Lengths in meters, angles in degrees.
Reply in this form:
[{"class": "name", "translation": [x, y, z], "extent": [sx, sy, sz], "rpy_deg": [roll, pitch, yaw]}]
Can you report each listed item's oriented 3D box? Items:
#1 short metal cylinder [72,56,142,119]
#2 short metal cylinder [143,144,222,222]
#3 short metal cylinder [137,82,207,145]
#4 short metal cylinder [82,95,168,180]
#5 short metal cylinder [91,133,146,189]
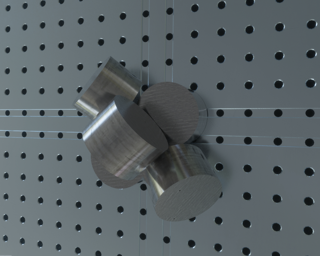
[{"class": "short metal cylinder", "translation": [-0.068, -0.045, 0.399], "extent": [0.050, 0.080, 0.080], "rpy_deg": [37, 104, -19]}, {"class": "short metal cylinder", "translation": [0.025, 0.065, 0.366], "extent": [0.080, 0.080, 0.050], "rpy_deg": [-42, 42, 15]}, {"class": "short metal cylinder", "translation": [0.015, -0.016, 0.392], "extent": [0.080, 0.050, 0.079], "rpy_deg": [0, 90, 19]}, {"class": "short metal cylinder", "translation": [-0.037, 0.010, 0.341], "extent": [0.050, 0.080, 0.080], "rpy_deg": [-43, 77, 15]}, {"class": "short metal cylinder", "translation": [-0.044, 0.036, 0.413], "extent": [0.080, 0.050, 0.079], "rpy_deg": [0, 90, 19]}]
